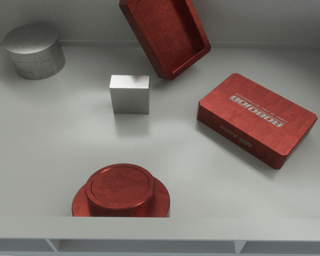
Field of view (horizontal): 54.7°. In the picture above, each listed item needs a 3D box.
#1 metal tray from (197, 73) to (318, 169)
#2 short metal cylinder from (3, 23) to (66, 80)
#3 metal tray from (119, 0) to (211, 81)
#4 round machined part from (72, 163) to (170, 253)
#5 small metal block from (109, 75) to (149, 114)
[{"bbox_3d":[0.127,-0.015,0.416,0.130,0.030,0.090,35,58,25],"label":"metal tray"},{"bbox_3d":[-0.196,-0.121,0.488,0.081,0.050,0.080,0,50,0],"label":"short metal cylinder"},{"bbox_3d":[0.012,-0.146,0.451,0.090,0.130,0.030,-40,30,-15],"label":"metal tray"},{"bbox_3d":[-0.039,0.072,0.314,0.099,0.042,0.098,0,31,0],"label":"round machined part"},{"bbox_3d":[-0.040,-0.045,0.426,0.050,0.050,0.025,1,50,0],"label":"small metal block"}]
